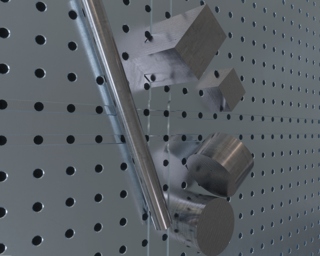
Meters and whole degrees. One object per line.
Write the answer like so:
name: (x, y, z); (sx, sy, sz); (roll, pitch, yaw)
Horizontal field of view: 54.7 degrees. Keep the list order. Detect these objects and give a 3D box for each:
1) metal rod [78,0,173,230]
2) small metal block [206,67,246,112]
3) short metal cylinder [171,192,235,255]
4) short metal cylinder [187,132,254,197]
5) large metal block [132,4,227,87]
metal rod: (-0.037, -0.010, 0.378); (0.025, 0.025, 0.298); (-27, 107, -37)
small metal block: (0.107, -0.061, 0.499); (0.050, 0.025, 0.050); (-49, 119, -29)
short metal cylinder: (0.062, 0.136, 0.446); (0.081, 0.050, 0.079); (0, 90, -40)
short metal cylinder: (0.086, 0.053, 0.446); (0.050, 0.080, 0.080); (-44, 117, -31)
large metal block: (0.024, -0.102, 0.394); (0.050, 0.080, 0.080); (48, 61, -30)
